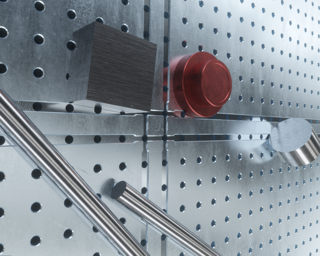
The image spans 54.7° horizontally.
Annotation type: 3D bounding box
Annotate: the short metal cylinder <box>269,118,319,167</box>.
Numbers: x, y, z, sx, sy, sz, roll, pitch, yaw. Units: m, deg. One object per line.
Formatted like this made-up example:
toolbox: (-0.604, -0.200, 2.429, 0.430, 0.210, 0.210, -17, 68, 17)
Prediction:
short metal cylinder: (0.259, 0.027, 0.594, 0.050, 0.080, 0.080, 45, 63, -31)

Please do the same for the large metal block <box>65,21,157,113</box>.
large metal block: (-0.054, -0.063, 0.349, 0.081, 0.050, 0.080, 9, 84, -40)

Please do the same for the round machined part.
round machined part: (0.069, -0.065, 0.459, 0.099, 0.042, 0.097, 0, 90, -40)

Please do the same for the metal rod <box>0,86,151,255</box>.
metal rod: (-0.097, 0.056, 0.328, 0.025, 0.025, 0.299, -49, 119, -29)

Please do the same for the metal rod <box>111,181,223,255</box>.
metal rod: (0.042, 0.163, 0.447, 0.300, 0.025, 0.025, 44, 63, -31)
